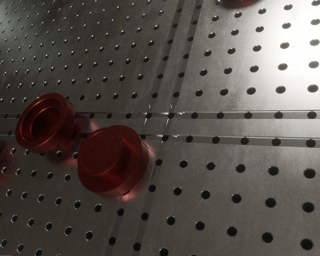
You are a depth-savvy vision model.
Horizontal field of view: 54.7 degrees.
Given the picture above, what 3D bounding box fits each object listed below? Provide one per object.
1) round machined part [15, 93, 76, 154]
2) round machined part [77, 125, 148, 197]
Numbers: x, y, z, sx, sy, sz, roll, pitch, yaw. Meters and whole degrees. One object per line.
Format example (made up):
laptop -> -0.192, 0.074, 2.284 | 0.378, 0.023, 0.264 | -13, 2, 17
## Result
round machined part -> -0.174, -0.004, 0.488 | 0.098, 0.042, 0.098 | -13, 56, 20
round machined part -> -0.068, 0.038, 0.408 | 0.098, 0.042, 0.098 | -13, 56, 20
